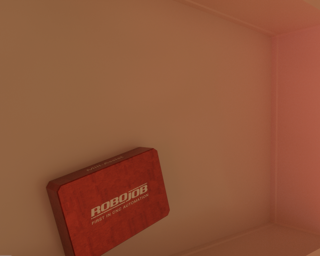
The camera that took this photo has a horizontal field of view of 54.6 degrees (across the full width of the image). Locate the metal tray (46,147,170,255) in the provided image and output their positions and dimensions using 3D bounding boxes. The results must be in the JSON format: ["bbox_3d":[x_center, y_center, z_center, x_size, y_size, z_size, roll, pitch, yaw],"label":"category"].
[{"bbox_3d":[-0.053,0.083,0.358,0.131,0.030,0.090,-20,102,-38],"label":"metal tray"}]
